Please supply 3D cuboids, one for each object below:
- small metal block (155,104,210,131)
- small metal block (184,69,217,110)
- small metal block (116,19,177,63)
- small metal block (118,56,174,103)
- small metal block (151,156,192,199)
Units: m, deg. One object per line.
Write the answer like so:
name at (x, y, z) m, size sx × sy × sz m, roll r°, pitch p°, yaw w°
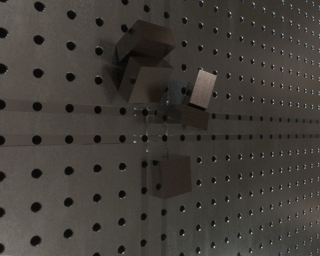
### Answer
small metal block at (0.030, -0.013, 0.420) m, size 0.050 × 0.050 × 0.025 m, roll 14°, pitch 82°, yaw -39°
small metal block at (0.053, -0.047, 0.436) m, size 0.025 × 0.050 × 0.050 m, roll 20°, pitch 75°, yaw -6°
small metal block at (-0.017, -0.100, 0.376) m, size 0.050 × 0.050 × 0.025 m, roll 1°, pitch 67°, yaw -40°
small metal block at (-0.017, -0.059, 0.380) m, size 0.050 × 0.025 × 0.050 m, roll -6°, pitch 132°, yaw -40°
small metal block at (0.016, 0.066, 0.425) m, size 0.050 × 0.025 × 0.050 m, roll -6°, pitch 94°, yaw -40°
